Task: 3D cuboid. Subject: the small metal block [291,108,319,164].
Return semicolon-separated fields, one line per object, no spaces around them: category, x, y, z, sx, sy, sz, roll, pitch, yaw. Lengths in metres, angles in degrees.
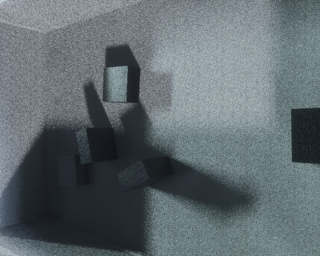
small metal block;0.150;0.007;0.282;0.050;0.025;0.050;-1;89;39

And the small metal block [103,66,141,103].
small metal block;-0.057;-0.062;0.451;0.050;0.025;0.050;5;93;39

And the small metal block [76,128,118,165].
small metal block;-0.094;0.027;0.466;0.025;0.050;0.050;-20;78;38

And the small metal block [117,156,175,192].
small metal block;-0.019;0.060;0.404;0.050;0.050;0.025;-33;70;35

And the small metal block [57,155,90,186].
small metal block;-0.147;0.072;0.525;0.050;0.025;0.050;-10;84;39
